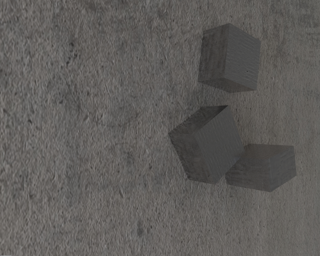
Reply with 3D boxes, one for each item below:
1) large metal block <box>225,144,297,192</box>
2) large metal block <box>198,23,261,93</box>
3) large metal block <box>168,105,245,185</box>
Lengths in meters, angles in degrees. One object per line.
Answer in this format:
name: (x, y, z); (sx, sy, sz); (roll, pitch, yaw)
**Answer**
large metal block: (0.162, 0.061, 0.505); (0.081, 0.080, 0.050); (-16, 100, -39)
large metal block: (0.108, -0.104, 0.479); (0.081, 0.050, 0.080); (11, 83, -40)
large metal block: (0.070, 0.022, 0.447); (0.080, 0.050, 0.080); (-37, 113, -34)
